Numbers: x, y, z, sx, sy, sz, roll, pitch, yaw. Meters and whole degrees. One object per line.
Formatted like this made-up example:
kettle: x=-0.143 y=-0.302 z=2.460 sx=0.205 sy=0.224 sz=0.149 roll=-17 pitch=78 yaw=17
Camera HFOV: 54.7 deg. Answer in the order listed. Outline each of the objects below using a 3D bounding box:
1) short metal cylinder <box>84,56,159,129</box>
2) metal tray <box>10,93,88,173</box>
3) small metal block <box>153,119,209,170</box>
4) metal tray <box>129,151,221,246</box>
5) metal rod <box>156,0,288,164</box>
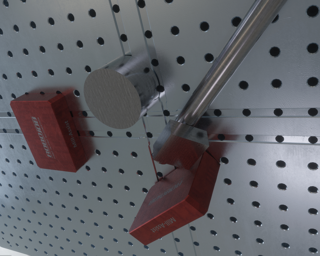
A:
short metal cylinder: x=-0.048 y=-0.045 z=0.392 sx=0.080 sy=0.050 sz=0.079 roll=13 pitch=124 yaw=21
metal tray: x=-0.181 y=0.009 z=0.509 sx=0.090 sy=0.030 sz=0.129 roll=2 pitch=120 yaw=27
small metal block: x=0.025 y=0.022 z=0.382 sx=0.050 sy=0.025 sz=0.050 roll=18 pitch=131 yaw=-18
metal tray: x=0.019 y=0.095 z=0.415 sx=0.030 sy=0.090 sz=0.129 roll=41 pitch=129 yaw=-9
metal rod: x=0.064 y=-0.057 z=0.342 sx=0.025 sy=0.025 sz=0.298 roll=36 pitch=129 yaw=4
